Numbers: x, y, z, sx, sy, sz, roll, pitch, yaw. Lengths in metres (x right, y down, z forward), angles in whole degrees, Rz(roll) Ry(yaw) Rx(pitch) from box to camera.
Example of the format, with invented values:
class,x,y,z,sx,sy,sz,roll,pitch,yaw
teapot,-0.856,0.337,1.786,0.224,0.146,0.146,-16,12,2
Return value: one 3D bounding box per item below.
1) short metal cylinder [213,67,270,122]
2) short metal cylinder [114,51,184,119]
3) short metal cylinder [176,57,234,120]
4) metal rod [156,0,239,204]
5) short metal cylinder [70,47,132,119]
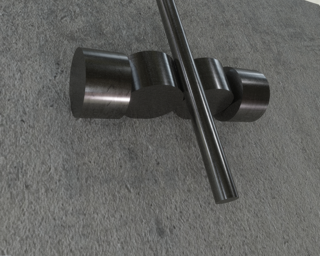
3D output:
class,x,y,z,sx,sy,sz,roll,pitch,yaw
short metal cylinder,0.115,-0.049,0.461,0.050,0.080,0.080,1,62,-28
short metal cylinder,-0.015,-0.052,0.394,0.081,0.080,0.050,1,62,-28
short metal cylinder,0.056,-0.053,0.431,0.081,0.080,0.050,1,62,-28
metal rod,0.038,-0.057,0.381,0.025,0.025,0.299,1,61,-28
short metal cylinder,-0.072,-0.051,0.362,0.050,0.080,0.080,1,62,-28
